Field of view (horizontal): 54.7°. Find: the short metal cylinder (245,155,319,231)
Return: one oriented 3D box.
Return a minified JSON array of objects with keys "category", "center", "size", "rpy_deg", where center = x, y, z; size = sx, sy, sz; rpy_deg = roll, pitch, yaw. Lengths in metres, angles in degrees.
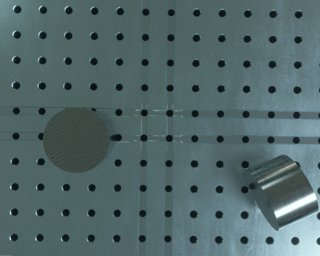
[{"category":"short metal cylinder","center":[0.149,0.080,0.387],"size":[0.050,0.080,0.080],"rpy_deg":[-24,90,0]}]

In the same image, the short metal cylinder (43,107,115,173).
[{"category":"short metal cylinder","center":[-0.101,0.014,0.400],"size":[0.081,0.050,0.079],"rpy_deg":[0,90,0]}]
